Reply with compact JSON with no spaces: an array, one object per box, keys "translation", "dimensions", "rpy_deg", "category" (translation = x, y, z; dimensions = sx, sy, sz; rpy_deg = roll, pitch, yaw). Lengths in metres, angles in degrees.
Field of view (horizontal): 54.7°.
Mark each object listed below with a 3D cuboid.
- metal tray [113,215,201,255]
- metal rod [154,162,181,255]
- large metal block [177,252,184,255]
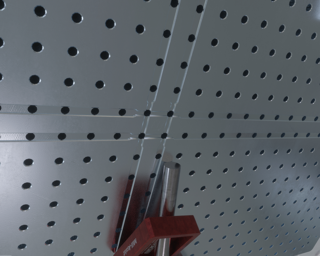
[{"translation":[-0.007,0.186,0.492],"dimensions":[0.091,0.030,0.129],"rpy_deg":[8,133,-32],"category":"metal tray"},{"translation":[0.004,0.196,0.503],"dimensions":[0.025,0.025,0.298],"rpy_deg":[-4,111,-27],"category":"metal rod"},{"translation":[0.051,0.295,0.586],"dimensions":[0.050,0.080,0.080],"rpy_deg":[-36,129,-5],"category":"large metal block"}]
